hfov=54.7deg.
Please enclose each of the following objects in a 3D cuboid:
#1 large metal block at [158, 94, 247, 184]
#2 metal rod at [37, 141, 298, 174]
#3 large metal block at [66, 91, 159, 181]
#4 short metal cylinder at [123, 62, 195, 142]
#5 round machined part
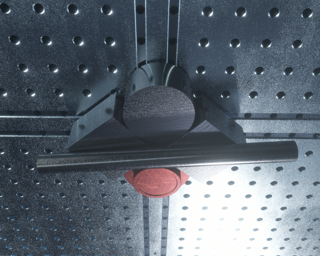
[{"bbox_3d":[0.054,0.017,0.402,0.080,0.050,0.080,35,123,-26],"label":"large metal block"},{"bbox_3d":[0.006,0.035,0.369,0.302,0.025,0.025,-3,130,3],"label":"metal rod"},{"bbox_3d":[-0.059,0.013,0.401,0.080,0.050,0.080,-32,125,24],"label":"large metal block"},{"bbox_3d":[-0.001,-0.030,0.365,0.081,0.050,0.079,0,130,0],"label":"short metal cylinder"},{"bbox_3d":[-0.004,0.065,0.450,0.099,0.042,0.097,0,130,0],"label":"round machined part"}]
